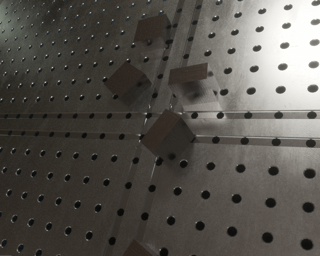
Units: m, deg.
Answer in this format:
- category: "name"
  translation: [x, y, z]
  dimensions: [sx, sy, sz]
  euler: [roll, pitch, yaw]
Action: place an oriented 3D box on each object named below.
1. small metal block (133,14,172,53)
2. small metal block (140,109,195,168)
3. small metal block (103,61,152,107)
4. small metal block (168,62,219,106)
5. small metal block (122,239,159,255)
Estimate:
- category: "small metal block"
  translation: [-0.012, -0.155, 0.508]
  dimensions: [0.050, 0.025, 0.050]
  euler: [-5, 60, 25]
- category: "small metal block"
  translation: [0.011, 0.013, 0.377]
  dimensions: [0.025, 0.050, 0.050]
  euler: [31, 79, 37]
- category: "small metal block"
  translation: [-0.050, -0.068, 0.475]
  dimensions: [0.050, 0.025, 0.050]
  euler: [-47, 52, -5]
- category: "small metal block"
  translation: [0.045, -0.055, 0.402]
  dimensions: [0.050, 0.050, 0.025]
  euler: [-6, 59, 25]
- category: "small metal block"
  translation: [-0.020, 0.154, 0.323]
  dimensions: [0.050, 0.025, 0.050]
  euler: [28, 77, 37]
